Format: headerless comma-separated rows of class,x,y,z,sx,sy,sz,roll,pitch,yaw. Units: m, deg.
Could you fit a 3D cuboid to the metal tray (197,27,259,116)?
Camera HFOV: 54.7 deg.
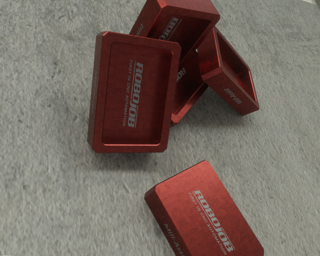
metal tray,0.105,-0.085,0.475,0.130,0.030,0.090,31,46,-44

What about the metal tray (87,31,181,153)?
metal tray,-0.030,-0.038,0.355,0.091,0.030,0.129,2,103,-26

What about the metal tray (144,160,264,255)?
metal tray,0.052,0.112,0.362,0.091,0.030,0.130,-21,73,-36

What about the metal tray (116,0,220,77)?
metal tray,0.005,-0.112,0.404,0.091,0.129,0.030,-6,62,-36

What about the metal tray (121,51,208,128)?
metal tray,0.017,-0.070,0.440,0.090,0.030,0.131,49,51,-10
